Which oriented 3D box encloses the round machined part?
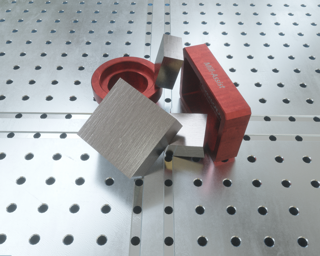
[{"bbox_3d":[-0.045,-0.055,0.442,0.099,0.042,0.098,0,50,0],"label":"round machined part"}]

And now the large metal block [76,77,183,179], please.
[{"bbox_3d":[-0.033,0.002,0.360,0.080,0.050,0.080,38,90,14],"label":"large metal block"}]

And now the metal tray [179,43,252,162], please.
[{"bbox_3d":[0.063,-0.034,0.394,0.030,0.089,0.130,-14,52,-12],"label":"metal tray"}]

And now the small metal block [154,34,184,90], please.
[{"bbox_3d":[0.011,-0.088,0.412,0.025,0.050,0.050,9,48,-11],"label":"small metal block"}]

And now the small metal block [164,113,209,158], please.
[{"bbox_3d":[0.034,0.009,0.394,0.050,0.025,0.050,2,54,16],"label":"small metal block"}]
